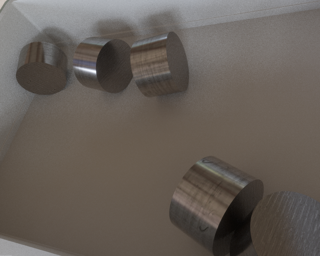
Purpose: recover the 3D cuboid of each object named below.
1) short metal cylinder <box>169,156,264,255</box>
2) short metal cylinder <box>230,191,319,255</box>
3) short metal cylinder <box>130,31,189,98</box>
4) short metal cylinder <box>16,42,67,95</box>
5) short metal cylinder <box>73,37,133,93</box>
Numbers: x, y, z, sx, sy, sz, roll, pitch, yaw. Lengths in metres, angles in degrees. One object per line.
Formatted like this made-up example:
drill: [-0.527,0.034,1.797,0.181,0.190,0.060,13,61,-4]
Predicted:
short metal cylinder: [0.055,0.073,0.296,0.050,0.080,0.080,28,77,38]
short metal cylinder: [0.104,0.099,0.251,0.081,0.050,0.080,5,50,-6]
short metal cylinder: [0.002,-0.085,0.422,0.050,0.080,0.080,-8,58,24]
short metal cylinder: [-0.205,-0.103,0.541,0.080,0.080,0.050,-20,54,16]
short metal cylinder: [-0.084,-0.097,0.474,0.050,0.080,0.080,16,70,34]
